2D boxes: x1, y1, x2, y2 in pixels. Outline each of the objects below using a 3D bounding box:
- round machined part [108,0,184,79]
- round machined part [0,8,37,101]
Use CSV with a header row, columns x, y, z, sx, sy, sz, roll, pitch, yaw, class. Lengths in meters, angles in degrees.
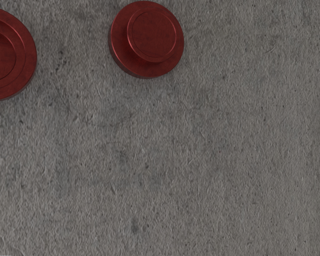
x,y,z,sx,sy,sz,roll,pitch,yaw,class
-0.013,-0.114,0.395,0.099,0.042,0.097,0,90,-20,round machined part
-0.184,-0.076,0.332,0.099,0.042,0.097,0,90,-20,round machined part
